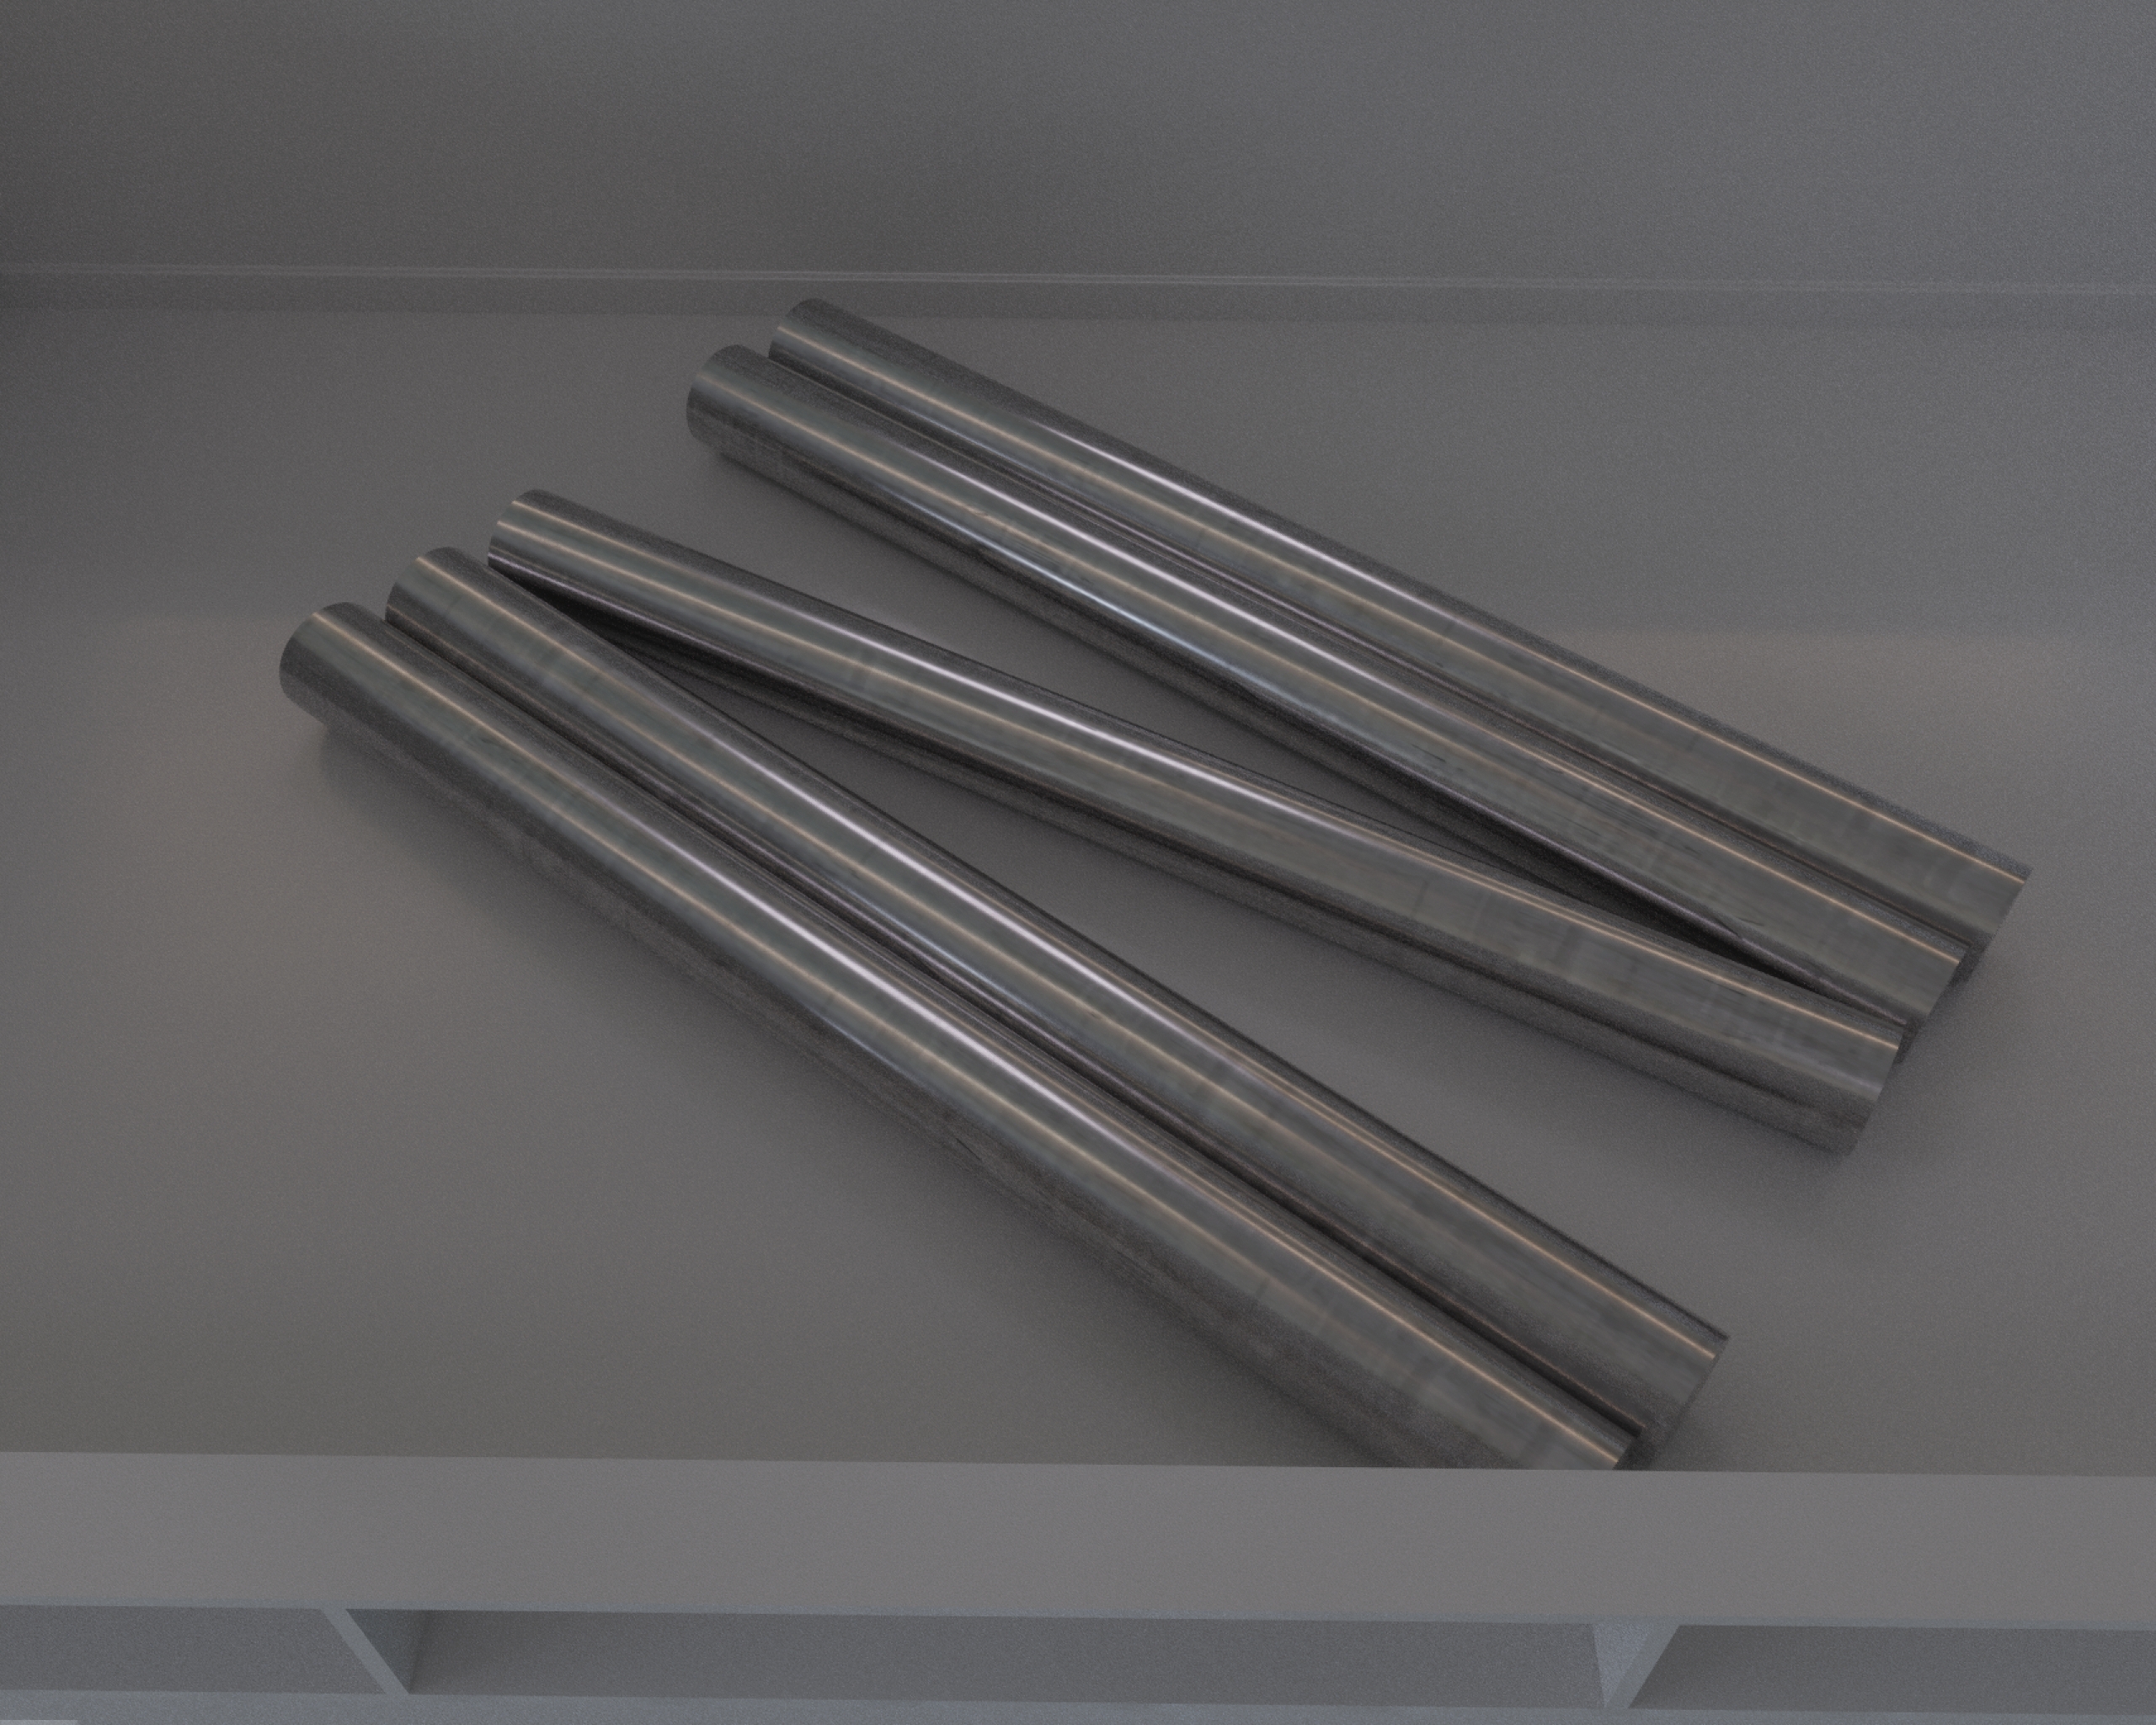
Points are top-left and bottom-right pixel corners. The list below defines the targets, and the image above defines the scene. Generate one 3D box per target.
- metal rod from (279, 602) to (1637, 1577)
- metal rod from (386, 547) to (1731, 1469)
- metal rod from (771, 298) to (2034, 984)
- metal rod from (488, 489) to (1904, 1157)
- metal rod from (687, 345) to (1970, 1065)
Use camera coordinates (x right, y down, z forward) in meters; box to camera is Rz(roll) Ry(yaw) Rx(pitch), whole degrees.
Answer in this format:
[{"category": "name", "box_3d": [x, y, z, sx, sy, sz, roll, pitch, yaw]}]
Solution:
[{"category": "metal rod", "box_3d": [-0.039, 0.028, 0.380, 0.300, 0.025, 0.025, 31, 57, 23]}, {"category": "metal rod", "box_3d": [-0.021, 0.015, 0.391, 0.300, 0.025, 0.025, 31, 57, 23]}, {"category": "metal rod", "box_3d": [0.054, -0.057, 0.451, 0.300, 0.025, 0.025, 30, 56, 22]}, {"category": "metal rod", "box_3d": [0.010, -0.015, 0.416, 0.301, 0.025, 0.025, 23, 54, 18]}, {"category": "metal rod", "box_3d": [0.036, -0.042, 0.439, 0.300, 0.025, 0.025, 30, 56, 22]}]
